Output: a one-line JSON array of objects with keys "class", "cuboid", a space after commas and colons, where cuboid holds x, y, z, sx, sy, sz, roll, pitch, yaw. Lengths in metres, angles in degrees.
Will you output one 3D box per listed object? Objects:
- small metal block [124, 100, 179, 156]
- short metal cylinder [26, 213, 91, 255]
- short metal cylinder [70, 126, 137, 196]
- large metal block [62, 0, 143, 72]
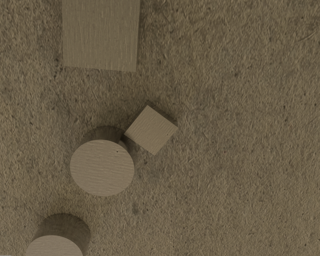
[{"class": "small metal block", "cuboid": [-0.011, 0.000, 0.410, 0.050, 0.025, 0.050, 36, 106, -13]}, {"class": "short metal cylinder", "cuboid": [-0.148, 0.175, 0.459, 0.081, 0.050, 0.079, 0, 110, 0]}, {"class": "short metal cylinder", "cuboid": [-0.072, 0.043, 0.412, 0.081, 0.050, 0.079, 0, 110, 0]}, {"class": "large metal block", "cuboid": [-0.064, -0.111, 0.355, 0.081, 0.050, 0.079, 5, 110, -2]}]
